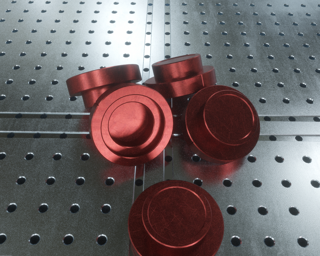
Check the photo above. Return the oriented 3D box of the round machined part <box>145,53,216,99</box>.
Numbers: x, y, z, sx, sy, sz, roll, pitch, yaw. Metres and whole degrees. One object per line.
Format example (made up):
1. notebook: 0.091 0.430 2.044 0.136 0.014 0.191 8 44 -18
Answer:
1. round machined part: 0.026 -0.075 0.430 0.099 0.042 0.098 -12 18 4

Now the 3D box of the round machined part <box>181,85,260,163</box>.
1. round machined part: 0.078 -0.008 0.379 0.099 0.042 0.098 3 74 -12

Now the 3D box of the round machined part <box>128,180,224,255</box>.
1. round machined part: 0.016 0.095 0.317 0.099 0.042 0.098 0 50 0

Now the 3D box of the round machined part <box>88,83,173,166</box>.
1. round machined part: -0.037 -0.006 0.376 0.099 0.097 0.042 -19 20 -16

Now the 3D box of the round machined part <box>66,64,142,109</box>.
1. round machined part: -0.072 -0.053 0.418 0.099 0.098 0.042 -15 95 -12
